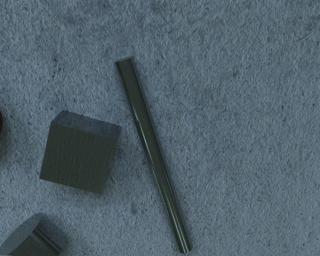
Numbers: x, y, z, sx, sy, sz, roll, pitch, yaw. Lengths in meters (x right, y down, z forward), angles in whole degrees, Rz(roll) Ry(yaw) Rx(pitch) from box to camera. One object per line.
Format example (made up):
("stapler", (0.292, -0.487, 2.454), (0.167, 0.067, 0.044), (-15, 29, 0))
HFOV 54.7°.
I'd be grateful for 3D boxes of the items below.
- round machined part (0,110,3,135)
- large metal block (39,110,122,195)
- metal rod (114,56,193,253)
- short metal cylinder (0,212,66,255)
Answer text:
("round machined part", (-0.249, -0.014, 0.392), (0.099, 0.042, 0.097), (0, 110, -1))
("large metal block", (-0.103, 0.031, 0.406), (0.080, 0.050, 0.079), (16, 109, -7))
("metal rod", (-0.003, 0.050, 0.428), (0.025, 0.025, 0.298), (-15, 110, 5))
("short metal cylinder", (-0.182, 0.168, 0.440), (0.080, 0.080, 0.050), (-35, 107, 11))
